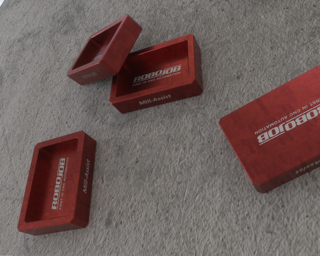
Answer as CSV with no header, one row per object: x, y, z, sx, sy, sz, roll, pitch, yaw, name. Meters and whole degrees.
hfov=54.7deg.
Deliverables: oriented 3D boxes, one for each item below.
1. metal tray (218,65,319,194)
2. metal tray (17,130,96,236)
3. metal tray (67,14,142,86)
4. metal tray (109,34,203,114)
0.140,0.000,0.327,0.130,0.030,0.090,-29,52,9,metal tray
-0.139,0.074,0.427,0.090,0.030,0.130,-15,56,20,metal tray
-0.091,-0.119,0.491,0.130,0.030,0.090,-1,58,53,metal tray
-0.006,-0.078,0.451,0.130,0.030,0.090,-12,57,21,metal tray
